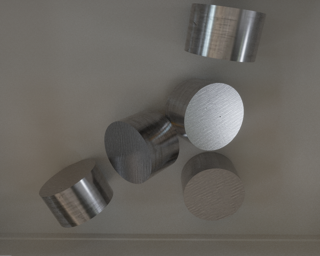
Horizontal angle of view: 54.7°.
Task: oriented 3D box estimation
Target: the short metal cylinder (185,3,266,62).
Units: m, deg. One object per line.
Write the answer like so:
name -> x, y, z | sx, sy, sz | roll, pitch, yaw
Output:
short metal cylinder -> 0.071, -0.106, 0.344 | 0.081, 0.080, 0.050 | 7, 110, -3

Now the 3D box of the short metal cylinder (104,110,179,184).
short metal cylinder -> -0.023, 0.022, 0.384 | 0.080, 0.050, 0.079 | 19, 120, 36

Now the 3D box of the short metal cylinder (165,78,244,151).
short metal cylinder -> 0.053, -0.018, 0.377 | 0.081, 0.050, 0.079 | -7, 107, -23

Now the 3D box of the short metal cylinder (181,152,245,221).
short metal cylinder -> 0.071, 0.080, 0.428 | 0.081, 0.050, 0.079 | 0, 110, -1

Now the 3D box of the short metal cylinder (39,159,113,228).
short metal cylinder -> -0.110, 0.085, 0.412 | 0.080, 0.080, 0.050 | -23, 109, 8
